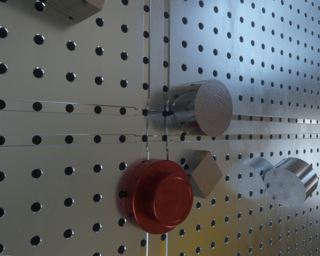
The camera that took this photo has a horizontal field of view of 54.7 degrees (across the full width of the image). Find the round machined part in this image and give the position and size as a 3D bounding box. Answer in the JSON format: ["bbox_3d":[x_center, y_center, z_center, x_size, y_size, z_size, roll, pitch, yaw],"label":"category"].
[{"bbox_3d":[0.006,0.091,0.405,0.099,0.042,0.097,0,90,-40],"label":"round machined part"}]

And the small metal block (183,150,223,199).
[{"bbox_3d":[0.062,0.069,0.464,0.050,0.025,0.050,-46,118,-30],"label":"small metal block"}]

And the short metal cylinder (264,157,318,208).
[{"bbox_3d":[0.246,0.102,0.584,0.050,0.080,0.080,-25,106,-38],"label":"short metal cylinder"}]

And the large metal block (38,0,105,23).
[{"bbox_3d":[-0.096,-0.168,0.313,0.080,0.050,0.080,21,77,-39],"label":"large metal block"}]

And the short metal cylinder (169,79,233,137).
[{"bbox_3d":[0.059,-0.028,0.445,0.081,0.050,0.079,0,90,-40],"label":"short metal cylinder"}]
